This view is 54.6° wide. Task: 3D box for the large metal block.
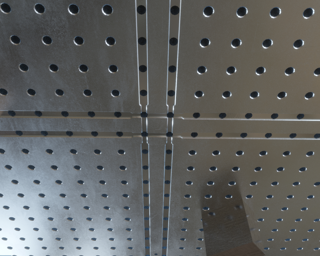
[{"bbox_3d":[0.123,0.180,0.529,0.080,0.080,0.050,-28,125,21],"label":"large metal block"}]
